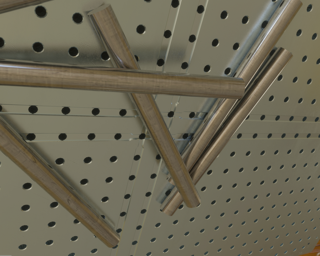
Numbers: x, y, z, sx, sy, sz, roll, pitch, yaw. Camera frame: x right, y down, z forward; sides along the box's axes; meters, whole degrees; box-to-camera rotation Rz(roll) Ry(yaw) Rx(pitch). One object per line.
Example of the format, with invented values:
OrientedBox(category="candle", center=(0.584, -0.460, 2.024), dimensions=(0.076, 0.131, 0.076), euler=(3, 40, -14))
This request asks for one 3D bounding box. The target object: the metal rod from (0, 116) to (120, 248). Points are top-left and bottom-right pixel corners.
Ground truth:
OrientedBox(category="metal rod", center=(-0.130, 0.070, 0.383), dimensions=(0.025, 0.025, 0.299), euler=(-34, 129, -6))

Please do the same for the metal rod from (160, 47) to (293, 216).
OrientedBox(category="metal rod", center=(0.094, 0.012, 0.468), dimensions=(0.025, 0.025, 0.299), euler=(26, 104, -37))

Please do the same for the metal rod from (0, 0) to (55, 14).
OrientedBox(category="metal rod", center=(-0.100, -0.127, 0.277), dimensions=(0.302, 0.025, 0.025), euler=(-22, 127, -15))

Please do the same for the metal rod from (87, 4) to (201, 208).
OrientedBox(category="metal rod", center=(-0.005, -0.004, 0.386), dimensions=(0.025, 0.025, 0.299), euler=(-31, 123, -8))

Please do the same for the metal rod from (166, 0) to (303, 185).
OrientedBox(category="metal rod", center=(0.097, -0.043, 0.436), dimensions=(0.025, 0.025, 0.299), euler=(22, 107, -36))

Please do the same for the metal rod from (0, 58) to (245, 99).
OrientedBox(category="metal rod", center=(-0.053, -0.049, 0.315), dimensions=(0.302, 0.025, 0.025), euler=(1, 118, -17))
